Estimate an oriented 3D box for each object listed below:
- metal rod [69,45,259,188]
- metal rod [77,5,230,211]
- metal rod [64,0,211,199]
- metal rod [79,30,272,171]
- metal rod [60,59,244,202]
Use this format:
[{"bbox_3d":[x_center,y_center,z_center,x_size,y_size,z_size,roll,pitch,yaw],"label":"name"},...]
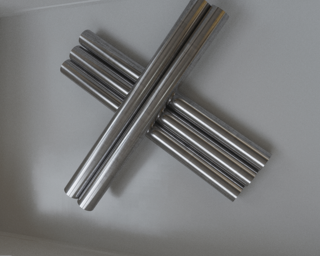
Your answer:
[{"bbox_3d":[-0.006,-0.024,0.411,0.300,0.025,0.025,36,102,16],"label":"metal rod"},{"bbox_3d":[-0.015,-0.016,0.388,0.025,0.025,0.299,39,102,16],"label":"metal rod"},{"bbox_3d":[-0.035,-0.030,0.395,0.025,0.025,0.299,39,102,16],"label":"metal rod"},{"bbox_3d":[0.009,-0.045,0.406,0.300,0.025,0.025,36,102,16],"label":"metal rod"},{"bbox_3d":[-0.021,-0.005,0.416,0.300,0.025,0.025,36,102,16],"label":"metal rod"}]
